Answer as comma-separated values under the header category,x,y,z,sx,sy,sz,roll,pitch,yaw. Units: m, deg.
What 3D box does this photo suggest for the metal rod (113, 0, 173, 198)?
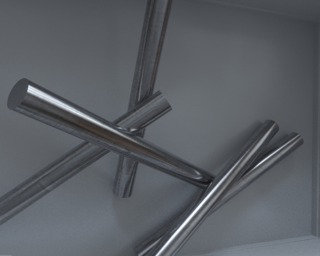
category,x,y,z,sx,sy,sz,roll,pitch,yaw
metal rod,-0.017,-0.053,0.341,0.025,0.025,0.298,4,113,-20

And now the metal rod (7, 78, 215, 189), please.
category,x,y,z,sx,sy,sz,roll,pitch,yaw
metal rod,-0.014,0.027,0.332,0.301,0.025,0.025,31,79,-47

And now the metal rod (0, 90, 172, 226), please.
category,x,y,z,sx,sy,sz,roll,pitch,yaw
metal rod,-0.118,0.054,0.326,0.301,0.025,0.025,-34,102,-2

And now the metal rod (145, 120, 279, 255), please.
category,x,y,z,sx,sy,sz,roll,pitch,yaw
metal rod,0.072,0.083,0.402,0.302,0.025,0.025,-41,104,-30

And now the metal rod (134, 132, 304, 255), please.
category,x,y,z,sx,sy,sz,roll,pitch,yaw
metal rod,0.095,0.092,0.447,0.302,0.025,0.025,-32,101,-18
